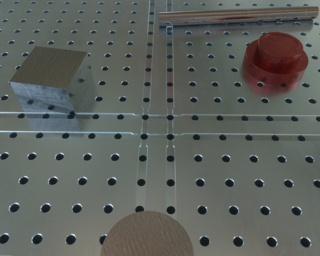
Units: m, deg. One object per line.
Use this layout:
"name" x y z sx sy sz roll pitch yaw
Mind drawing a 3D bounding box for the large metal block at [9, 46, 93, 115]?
"large metal block" -0.153 -0.070 0.449 0.080 0.050 0.080 8 50 6

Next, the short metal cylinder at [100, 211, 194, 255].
"short metal cylinder" -0.011 0.125 0.286 0.081 0.050 0.080 1 50 -1

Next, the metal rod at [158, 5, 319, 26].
"metal rod" 0.149 -0.212 0.586 0.302 0.025 0.025 -4 50 -4

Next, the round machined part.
"round machined part" 0.187 -0.117 0.496 0.099 0.042 0.098 0 50 0
